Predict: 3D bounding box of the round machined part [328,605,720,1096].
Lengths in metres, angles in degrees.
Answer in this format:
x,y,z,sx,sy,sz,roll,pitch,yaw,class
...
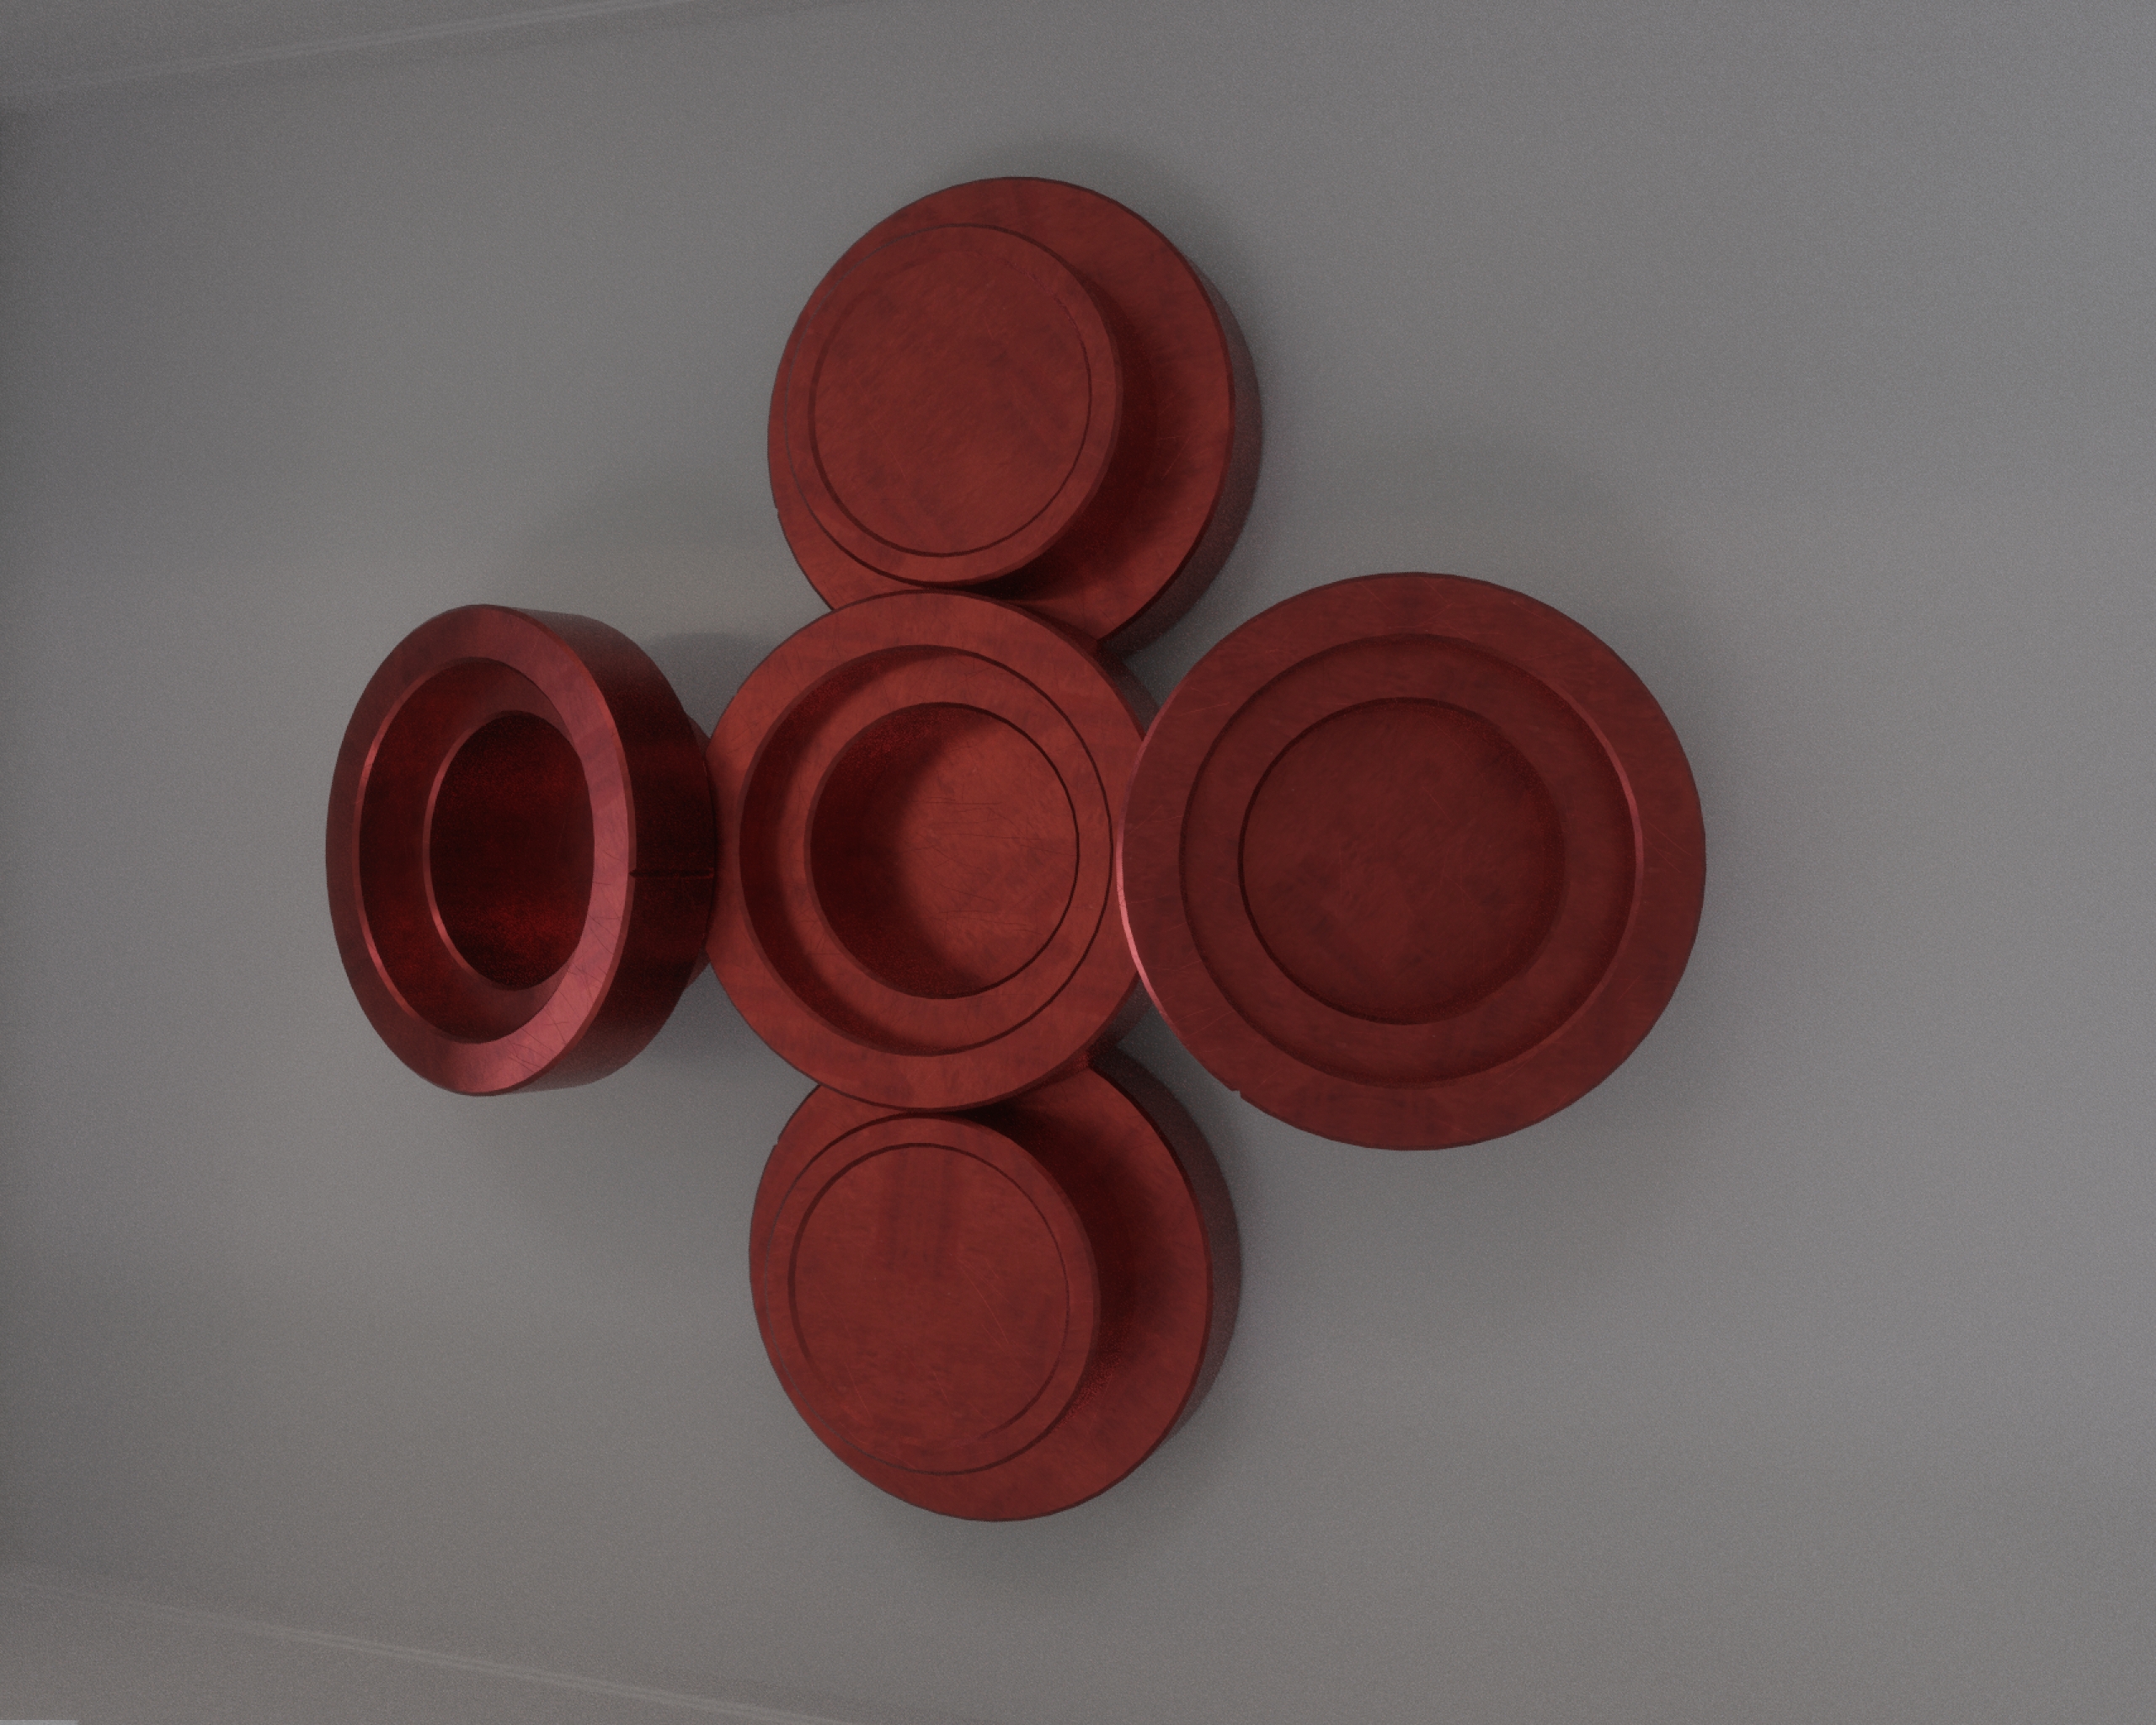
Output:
x,y,z,sx,sy,sz,roll,pitch,yaw,class
-0.108,-0.002,0.429,0.098,0.042,0.097,0,90,37,round machined part

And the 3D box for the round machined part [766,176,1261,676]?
x,y,z,sx,sy,sz,roll,pitch,yaw,class
-0.017,-0.085,0.406,0.098,0.042,0.097,0,90,20,round machined part

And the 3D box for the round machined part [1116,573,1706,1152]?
x,y,z,sx,sy,sz,roll,pitch,yaw,class
0.057,0.000,0.371,0.099,0.042,0.097,0,90,3,round machined part

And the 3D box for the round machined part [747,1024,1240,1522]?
x,y,z,sx,sy,sz,roll,pitch,yaw,class
-0.021,0.080,0.407,0.098,0.042,0.097,0,90,20,round machined part

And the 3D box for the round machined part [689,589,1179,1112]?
x,y,z,sx,sy,sz,roll,pitch,yaw,class
-0.023,-0.002,0.407,0.098,0.042,0.097,0,90,20,round machined part
